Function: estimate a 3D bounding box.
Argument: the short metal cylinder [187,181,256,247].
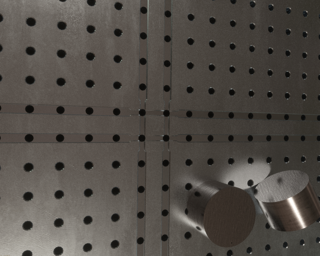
[{"bbox_3d":[0.084,0.117,0.432,0.081,0.050,0.079,0,90,-20],"label":"short metal cylinder"}]

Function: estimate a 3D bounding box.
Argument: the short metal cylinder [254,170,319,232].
[{"bbox_3d":[0.187,0.105,0.455,0.080,0.080,0.050,-31,101,-18],"label":"short metal cylinder"}]
